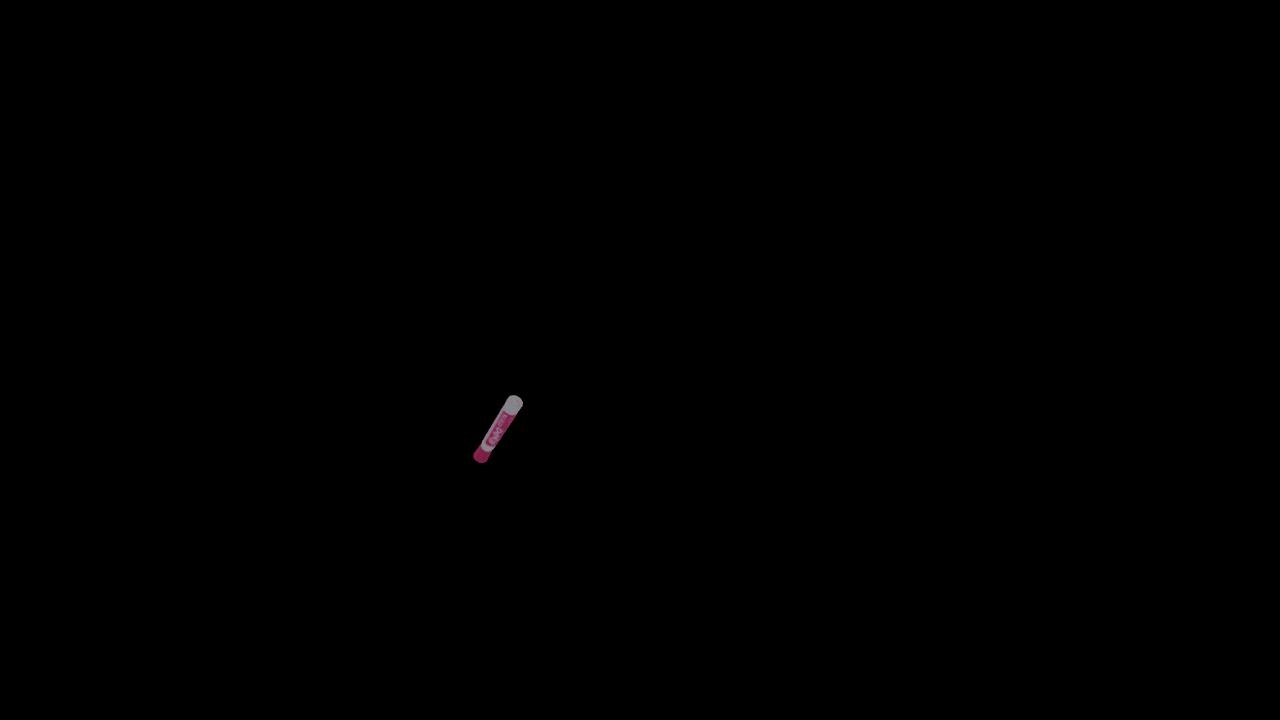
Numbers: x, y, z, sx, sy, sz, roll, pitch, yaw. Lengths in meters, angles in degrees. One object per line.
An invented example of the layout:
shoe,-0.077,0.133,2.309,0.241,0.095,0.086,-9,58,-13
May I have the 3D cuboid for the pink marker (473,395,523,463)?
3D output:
pink marker,-0.172,0.086,0.735,0.020,0.020,0.121,0,-40,-41
